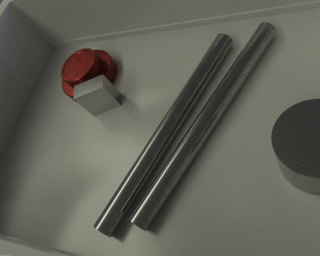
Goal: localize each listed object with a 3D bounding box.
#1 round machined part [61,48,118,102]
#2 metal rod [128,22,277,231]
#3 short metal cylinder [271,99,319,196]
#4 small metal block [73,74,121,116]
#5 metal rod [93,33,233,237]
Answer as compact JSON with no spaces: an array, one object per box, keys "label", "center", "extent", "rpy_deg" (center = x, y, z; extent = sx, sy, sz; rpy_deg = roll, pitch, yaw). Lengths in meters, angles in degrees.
[{"label":"round machined part","center":[-0.124,-0.093,0.515],"extent":[0.098,0.042,0.098],"rpy_deg":[-13,56,20]},{"label":"metal rod","center":[0.059,-0.011,0.380],"extent":[0.025,0.025,0.300],"rpy_deg":[26,76,36]},{"label":"short metal cylinder","center":[0.153,0.019,0.298],"extent":[0.080,0.050,0.080],"rpy_deg":[-13,56,20]},{"label":"small metal block","center":[-0.093,-0.048,0.466],"extent":[0.050,0.050,0.025],"rpy_deg":[-19,55,17]},{"label":"metal rod","center":[0.012,-0.001,0.398],"extent":[0.025,0.025,0.300],"rpy_deg":[23,74,36]}]
